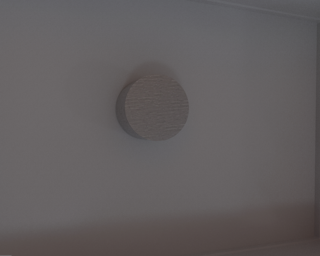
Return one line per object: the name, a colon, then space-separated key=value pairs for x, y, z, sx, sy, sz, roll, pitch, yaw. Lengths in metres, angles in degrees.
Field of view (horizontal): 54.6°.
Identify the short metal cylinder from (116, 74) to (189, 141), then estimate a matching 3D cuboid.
short metal cylinder: x=-0.011 y=-0.024 z=0.391 sx=0.081 sy=0.050 sz=0.080 roll=0 pitch=90 yaw=-20
